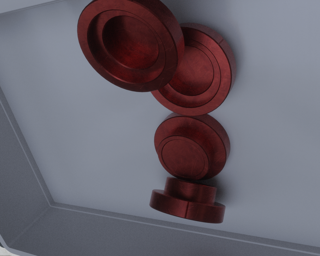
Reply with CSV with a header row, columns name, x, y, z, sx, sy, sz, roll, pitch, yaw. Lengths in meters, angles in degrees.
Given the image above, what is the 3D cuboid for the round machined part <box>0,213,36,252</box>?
name,x,y,z,sx,sy,sz,roll,pitch,yaw
round machined part,-0.331,0.238,0.722,0.098,0.042,0.097,13,124,21

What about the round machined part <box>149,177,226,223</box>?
name,x,y,z,sx,sy,sz,roll,pitch,yaw
round machined part,0.038,0.092,0.411,0.098,0.098,0.042,9,83,23

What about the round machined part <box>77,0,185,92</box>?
name,x,y,z,sx,sy,sz,roll,pitch,yaw
round machined part,-0.024,-0.085,0.293,0.098,0.042,0.097,15,140,13

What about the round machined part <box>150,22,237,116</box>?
name,x,y,z,sx,sy,sz,roll,pitch,yaw
round machined part,0.035,-0.066,0.339,0.098,0.042,0.097,13,124,21

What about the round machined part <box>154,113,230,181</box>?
name,x,y,z,sx,sy,sz,roll,pitch,yaw
round machined part,0.036,0.029,0.396,0.098,0.042,0.097,13,124,21
